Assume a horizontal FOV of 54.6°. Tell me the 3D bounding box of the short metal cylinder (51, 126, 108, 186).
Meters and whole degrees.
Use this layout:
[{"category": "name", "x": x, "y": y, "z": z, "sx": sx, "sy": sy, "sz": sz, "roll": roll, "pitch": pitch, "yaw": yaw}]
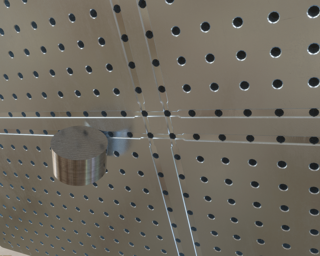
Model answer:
[{"category": "short metal cylinder", "x": -0.120, "y": 0.040, "z": 0.465, "sx": 0.080, "sy": 0.080, "sz": 0.050, "roll": 21, "pitch": 126, "yaw": 16}]
